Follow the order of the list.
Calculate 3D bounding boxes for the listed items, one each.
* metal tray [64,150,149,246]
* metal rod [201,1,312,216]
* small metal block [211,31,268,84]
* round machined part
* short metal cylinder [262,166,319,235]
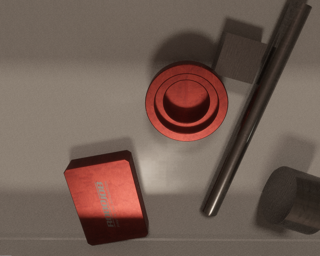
[{"bbox_3d":[-0.073,0.102,0.445,0.090,0.030,0.129,-11,110,3],"label":"metal tray"},{"bbox_3d":[0.118,-0.011,0.409,0.025,0.025,0.298,17,109,-7],"label":"metal rod"},{"bbox_3d":[0.096,-0.086,0.381,0.050,0.025,0.050,14,109,-6],"label":"small metal block"},{"bbox_3d":[0.033,-0.036,0.386,0.099,0.042,0.097,2,114,4],"label":"round machined part"},{"bbox_3d":[0.183,0.098,0.421,0.050,0.080,0.079,19,109,-7],"label":"short metal cylinder"}]
